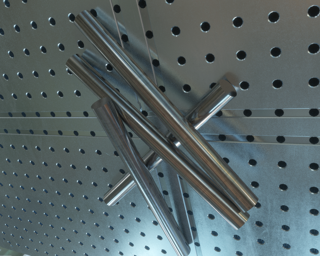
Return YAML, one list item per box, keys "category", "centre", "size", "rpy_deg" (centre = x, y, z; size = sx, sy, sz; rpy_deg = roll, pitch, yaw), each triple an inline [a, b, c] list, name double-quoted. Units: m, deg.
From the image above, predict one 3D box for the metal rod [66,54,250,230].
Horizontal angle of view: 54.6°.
- category: "metal rod"
  centre: [-0.010, 0.011, 0.394]
  size: [0.300, 0.025, 0.025]
  rpy_deg: [43, 130, 10]

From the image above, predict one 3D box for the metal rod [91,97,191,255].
- category: "metal rod"
  centre: [-0.016, 0.088, 0.446]
  size: [0.025, 0.025, 0.299]
  rpy_deg: [-6, 125, 31]

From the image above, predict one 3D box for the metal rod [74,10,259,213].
- category: "metal rod"
  centre: [0.004, -0.023, 0.368]
  size: [0.300, 0.025, 0.025]
  rpy_deg: [48, 129, 4]

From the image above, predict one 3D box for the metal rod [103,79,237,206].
- category: "metal rod"
  centre: [-0.005, 0.039, 0.438]
  size: [0.025, 0.025, 0.299]
  rpy_deg: [43, 129, -2]
